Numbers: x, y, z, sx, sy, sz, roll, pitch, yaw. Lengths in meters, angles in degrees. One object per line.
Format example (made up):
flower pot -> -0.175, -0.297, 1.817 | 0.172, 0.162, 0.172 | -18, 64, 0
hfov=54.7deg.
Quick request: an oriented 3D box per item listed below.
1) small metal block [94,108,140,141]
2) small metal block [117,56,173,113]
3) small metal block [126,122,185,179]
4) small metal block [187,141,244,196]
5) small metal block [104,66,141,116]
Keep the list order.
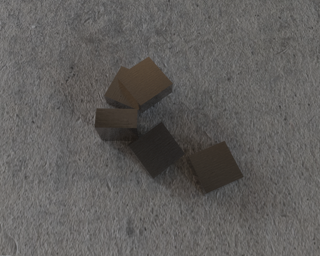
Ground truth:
small metal block -> -0.052, -0.003, 0.395 | 0.050, 0.050, 0.025 | 1, 69, 1
small metal block -> -0.019, -0.056, 0.402 | 0.050, 0.025, 0.050 | -36, 74, -13
small metal block -> -0.006, 0.027, 0.389 | 0.050, 0.025, 0.050 | -37, 96, -13
small metal block -> 0.068, 0.051, 0.390 | 0.050, 0.025, 0.050 | -22, 72, -8
small metal block -> -0.041, -0.050, 0.426 | 0.050, 0.025, 0.050 | 23, 72, 8
